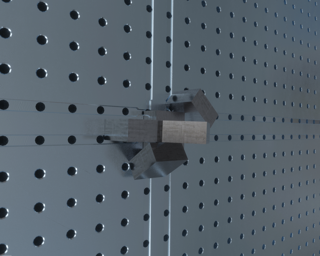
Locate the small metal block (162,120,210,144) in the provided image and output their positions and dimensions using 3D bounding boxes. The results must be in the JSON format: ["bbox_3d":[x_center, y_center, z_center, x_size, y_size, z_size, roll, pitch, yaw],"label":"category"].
[{"bbox_3d":[0.033,0.005,0.374,0.050,0.050,0.025,7,85,-77],"label":"small metal block"}]

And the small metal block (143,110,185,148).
[{"bbox_3d":[0.006,0.003,0.413,0.050,0.025,0.050,2,89,-41],"label":"small metal block"}]

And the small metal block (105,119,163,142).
[{"bbox_3d":[-0.030,0.003,0.366,0.050,0.050,0.025,2,89,-39],"label":"small metal block"}]

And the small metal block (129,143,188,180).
[{"bbox_3d":[-0.002,0.041,0.387,0.050,0.050,0.025,2,58,-40],"label":"small metal block"}]

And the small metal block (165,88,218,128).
[{"bbox_3d":[0.044,-0.026,0.428,0.050,0.050,0.025,51,60,-28],"label":"small metal block"}]
